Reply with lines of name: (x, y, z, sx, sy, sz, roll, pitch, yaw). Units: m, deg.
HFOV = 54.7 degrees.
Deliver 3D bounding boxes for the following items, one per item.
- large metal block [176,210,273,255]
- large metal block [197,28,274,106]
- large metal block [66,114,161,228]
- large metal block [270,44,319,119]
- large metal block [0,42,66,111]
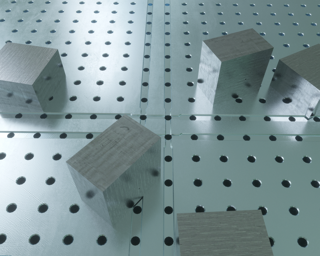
large metal block: (0.058, 0.126, 0.287, 0.081, 0.050, 0.080, -2, 50, -2)
large metal block: (0.105, -0.088, 0.447, 0.081, 0.080, 0.050, -18, 53, -15)
large metal block: (-0.044, 0.046, 0.333, 0.050, 0.080, 0.080, 33, 57, 24)
large metal block: (0.226, -0.071, 0.454, 0.081, 0.050, 0.080, -23, 54, -19)
large metal block: (-0.198, -0.077, 0.453, 0.080, 0.050, 0.080, 10, 51, 7)
